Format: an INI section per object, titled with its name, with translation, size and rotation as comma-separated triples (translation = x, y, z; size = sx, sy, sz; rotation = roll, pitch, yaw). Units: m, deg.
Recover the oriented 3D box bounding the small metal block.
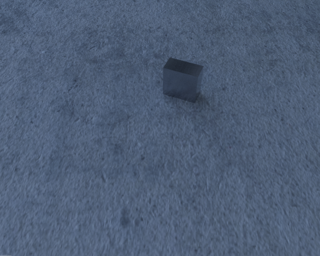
[small metal block]
translation = 0.032, -0.068, 0.445
size = 0.050, 0.050, 0.025
rotation = 18, 52, 14
